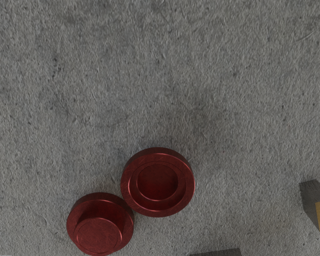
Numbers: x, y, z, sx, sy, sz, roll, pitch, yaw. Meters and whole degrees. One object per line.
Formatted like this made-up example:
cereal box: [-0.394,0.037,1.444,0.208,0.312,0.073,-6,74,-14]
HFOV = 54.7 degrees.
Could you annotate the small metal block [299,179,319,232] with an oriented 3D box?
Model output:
small metal block: [0.224,0.109,0.440,0.025,0.050,0.050,-16,110,5]

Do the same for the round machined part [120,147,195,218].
round machined part: [-0.003,0.070,0.427,0.099,0.042,0.097,0,110,-1]

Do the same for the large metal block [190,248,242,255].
large metal block: [0.094,0.244,0.488,0.080,0.050,0.079,-9,110,3]

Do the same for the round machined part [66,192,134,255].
round machined part: [-0.088,0.147,0.454,0.099,0.042,0.097,0,110,-1]
